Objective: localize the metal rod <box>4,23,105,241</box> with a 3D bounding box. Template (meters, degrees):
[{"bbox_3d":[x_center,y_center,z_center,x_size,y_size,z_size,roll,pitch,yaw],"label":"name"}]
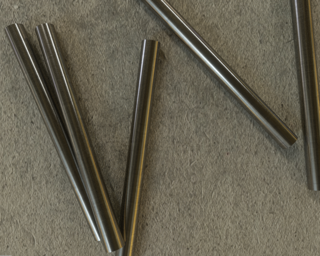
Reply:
[{"bbox_3d":[-0.133,0.006,0.408,0.025,0.025,0.299,-23,90,0],"label":"metal rod"}]

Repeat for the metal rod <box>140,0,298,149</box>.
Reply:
[{"bbox_3d":[0.069,-0.089,0.410,0.025,0.025,0.300,-44,90,0],"label":"metal rod"}]

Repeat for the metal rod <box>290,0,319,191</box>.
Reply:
[{"bbox_3d":[0.196,-0.068,0.411,0.025,0.025,0.298,-5,90,0],"label":"metal rod"}]

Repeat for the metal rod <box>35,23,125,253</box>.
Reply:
[{"bbox_3d":[-0.104,0.009,0.397,0.025,0.025,0.299,-19,86,0],"label":"metal rod"}]

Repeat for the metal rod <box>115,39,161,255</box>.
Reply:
[{"bbox_3d":[-0.030,0.035,0.409,0.025,0.025,0.298,7,90,0],"label":"metal rod"}]
